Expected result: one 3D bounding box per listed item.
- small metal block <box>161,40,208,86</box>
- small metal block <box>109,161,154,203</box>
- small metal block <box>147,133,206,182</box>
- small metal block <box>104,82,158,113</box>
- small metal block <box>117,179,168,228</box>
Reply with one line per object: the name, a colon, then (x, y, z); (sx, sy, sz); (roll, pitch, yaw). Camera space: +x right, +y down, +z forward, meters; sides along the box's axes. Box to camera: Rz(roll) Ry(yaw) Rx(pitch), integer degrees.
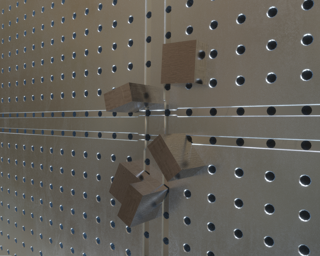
small metal block: (0.029, -0.079, 0.383); (0.050, 0.025, 0.050); (5, 93, 39)
small metal block: (-0.041, 0.083, 0.441); (0.050, 0.025, 0.050); (34, 110, 34)
small metal block: (0.020, 0.034, 0.375); (0.025, 0.050, 0.050); (-46, 63, 30)
small metal block: (-0.040, -0.040, 0.424); (0.050, 0.050, 0.025); (-17, 79, 38)
small metal block: (-0.022, 0.098, 0.410); (0.025, 0.050, 0.050); (34, 111, 34)
